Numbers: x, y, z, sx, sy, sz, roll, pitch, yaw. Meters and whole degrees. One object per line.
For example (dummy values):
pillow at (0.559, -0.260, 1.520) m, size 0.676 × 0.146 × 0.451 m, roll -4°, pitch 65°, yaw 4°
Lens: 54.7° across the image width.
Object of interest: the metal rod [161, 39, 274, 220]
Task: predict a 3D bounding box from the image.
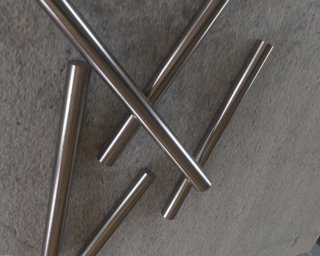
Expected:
metal rod at (0.077, 0.013, 0.459) m, size 0.025 × 0.025 × 0.298 m, roll 15°, pitch 111°, yaw -35°

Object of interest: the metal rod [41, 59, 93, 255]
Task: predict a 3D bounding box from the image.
metal rod at (-0.120, 0.064, 0.381) m, size 0.025 × 0.025 × 0.298 m, roll 2°, pitch 118°, yaw -30°

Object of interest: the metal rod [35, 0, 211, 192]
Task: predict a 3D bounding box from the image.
metal rod at (-0.022, -0.022, 0.351) m, size 0.025 × 0.025 × 0.300 m, roll -40°, pitch 120°, yaw -2°

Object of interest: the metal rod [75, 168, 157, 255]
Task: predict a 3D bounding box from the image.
metal rod at (-0.104, 0.182, 0.463) m, size 0.025 × 0.025 × 0.299 m, roll 30°, pitch 101°, yaw -38°

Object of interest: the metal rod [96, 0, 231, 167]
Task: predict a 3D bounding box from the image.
metal rod at (0.016, -0.078, 0.369) m, size 0.025 × 0.025 × 0.299 m, roll 28°, pitch 103°, yaw -38°
